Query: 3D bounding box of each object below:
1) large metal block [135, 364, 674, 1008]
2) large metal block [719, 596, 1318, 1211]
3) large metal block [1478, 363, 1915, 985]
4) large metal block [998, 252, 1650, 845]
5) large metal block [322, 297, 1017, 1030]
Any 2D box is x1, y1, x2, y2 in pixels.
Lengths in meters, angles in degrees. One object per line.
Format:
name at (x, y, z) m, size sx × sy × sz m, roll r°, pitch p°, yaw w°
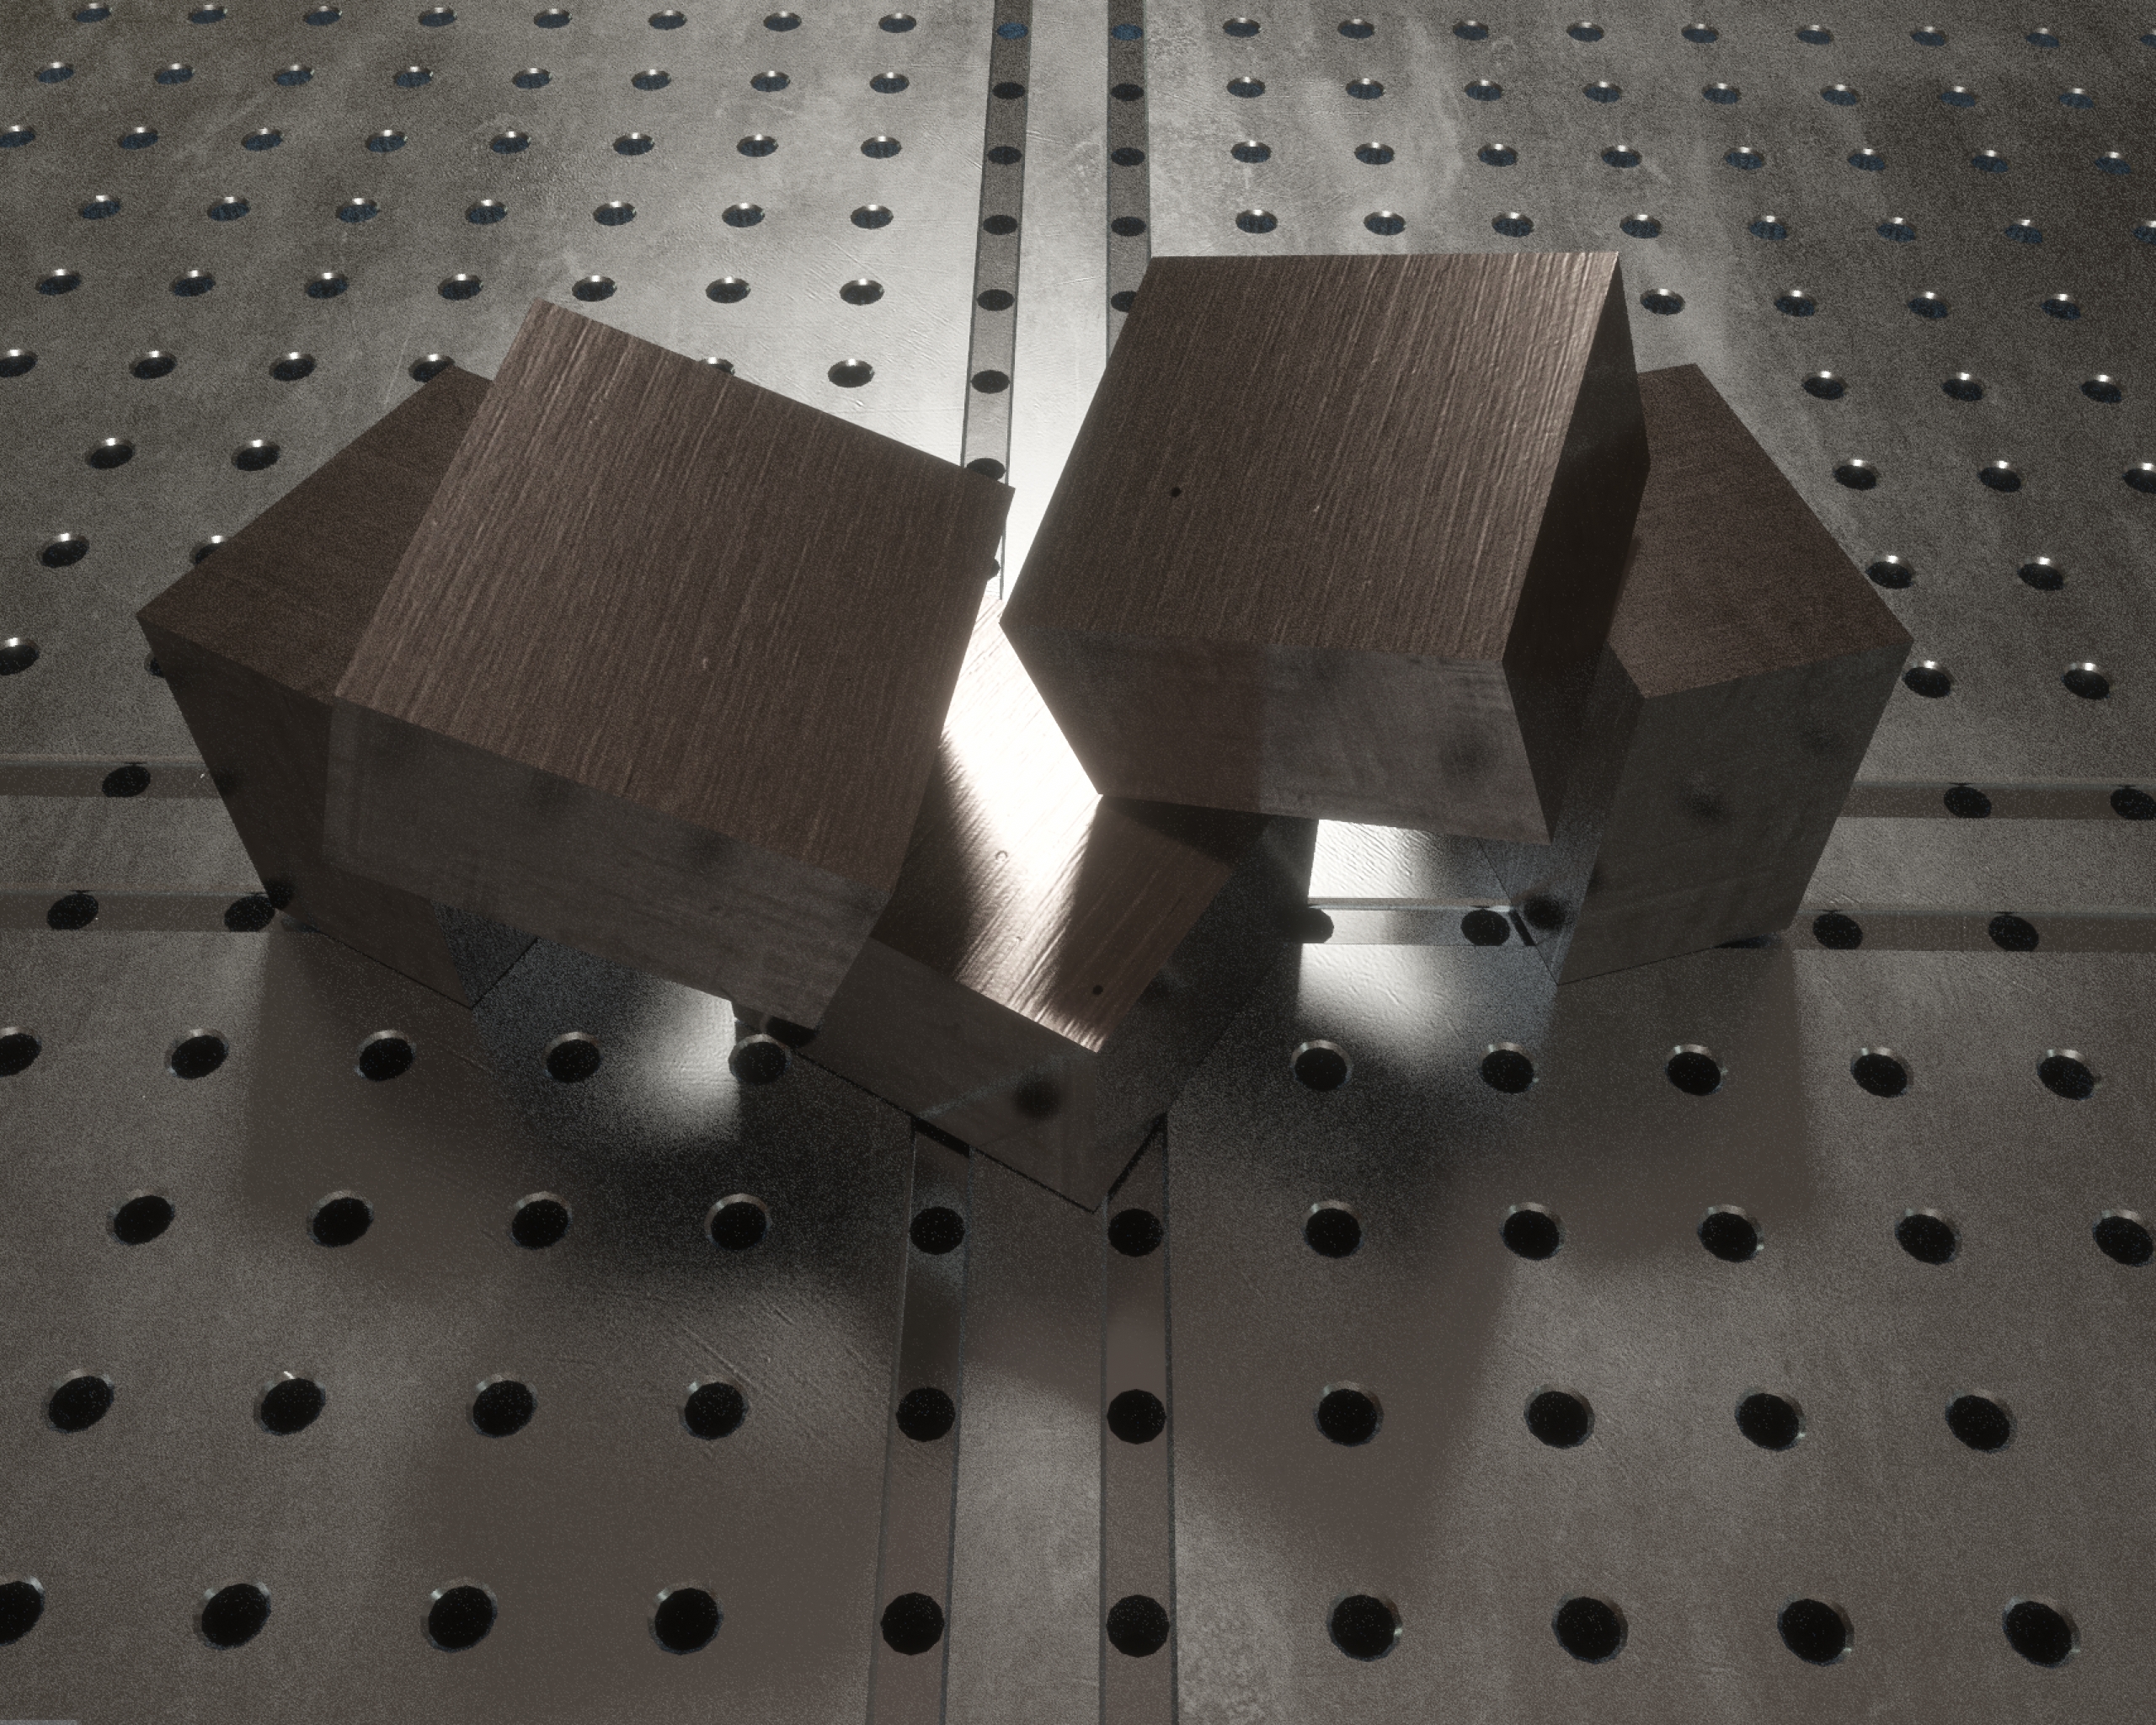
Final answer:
large metal block at (-0.118, -0.034, 0.398) m, size 0.050 × 0.080 × 0.080 m, roll 24°, pitch 54°, yaw 18°
large metal block at (-0.010, 0.004, 0.387) m, size 0.080 × 0.050 × 0.080 m, roll 26°, pitch 54°, yaw 19°
large metal block at (0.106, -0.036, 0.404) m, size 0.050 × 0.080 × 0.080 m, roll -13°, pitch 51°, yaw -11°
large metal block at (0.044, -0.054, 0.347) m, size 0.080 × 0.050 × 0.080 m, roll 7°, pitch 62°, yaw 25°
large metal block at (-0.064, -0.030, 0.331) m, size 0.080 × 0.050 × 0.080 m, roll 20°, pitch 57°, yaw -10°
